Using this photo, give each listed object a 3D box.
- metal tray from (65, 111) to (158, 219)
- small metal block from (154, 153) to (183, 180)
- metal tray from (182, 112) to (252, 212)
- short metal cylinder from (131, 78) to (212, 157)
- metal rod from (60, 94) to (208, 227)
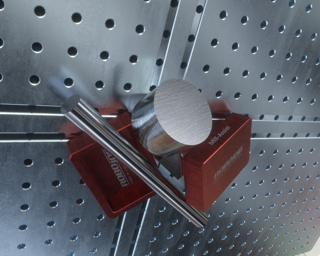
[{"bbox_3d":[-0.053,0.053,0.406,0.090,0.030,0.129,-28,128,-11],"label":"metal tray"},{"bbox_3d":[0.010,0.035,0.417,0.025,0.050,0.050,-42,130,0],"label":"small metal block"},{"bbox_3d":[0.086,0.046,0.446,0.131,0.030,0.089,-37,134,-36],"label":"metal tray"},{"bbox_3d":[0.014,-0.011,0.364,0.081,0.080,0.050,8,156,-32],"label":"short metal cylinder"},{"bbox_3d":[-0.011,0.062,0.400,0.025,0.025,0.300,-42,130,0],"label":"metal rod"}]
